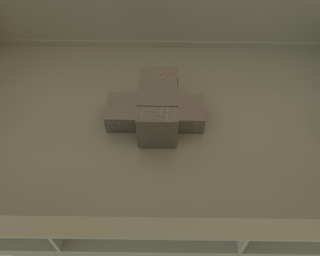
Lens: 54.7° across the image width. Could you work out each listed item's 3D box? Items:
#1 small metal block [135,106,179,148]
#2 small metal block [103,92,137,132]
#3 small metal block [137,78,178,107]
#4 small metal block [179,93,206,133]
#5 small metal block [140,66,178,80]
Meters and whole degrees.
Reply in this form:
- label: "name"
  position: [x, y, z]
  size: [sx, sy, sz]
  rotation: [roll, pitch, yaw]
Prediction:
- label: "small metal block"
  position: [-0.003, -0.001, 0.385]
  size: [0.050, 0.050, 0.025]
  rotation: [1, 50, 0]
- label: "small metal block"
  position: [-0.047, -0.022, 0.420]
  size: [0.050, 0.025, 0.050]
  rotation: [1, 50, 0]
- label: "small metal block"
  position: [-0.003, -0.038, 0.401]
  size: [0.050, 0.025, 0.050]
  rotation: [1, 50, 0]
- label: "small metal block"
  position: [0.034, -0.020, 0.420]
  size: [0.050, 0.025, 0.050]
  rotation: [1, 50, 0]
- label: "small metal block"
  position: [-0.001, -0.059, 0.435]
  size: [0.050, 0.050, 0.025]
  rotation: [1, 50, 0]
